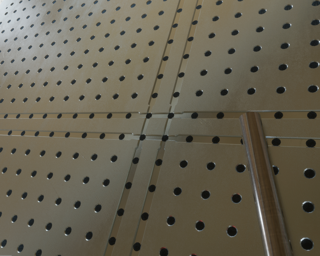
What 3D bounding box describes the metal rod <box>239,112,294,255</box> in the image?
[{"bbox_3d":[0.108,0.115,0.280,0.025,0.025,0.299,-15,56,20],"label":"metal rod"}]
